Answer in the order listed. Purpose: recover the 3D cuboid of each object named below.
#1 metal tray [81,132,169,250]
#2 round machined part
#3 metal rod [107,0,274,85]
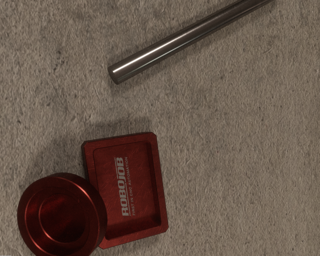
[{"bbox_3d":[-0.043,0.075,0.391,0.091,0.030,0.129,-9,93,-20],"label":"metal tray"},{"bbox_3d":[-0.103,0.097,0.346,0.098,0.042,0.097,1,95,14],"label":"round machined part"},{"bbox_3d":[0.063,-0.141,0.433,0.302,0.025,0.025,-32,101,-18],"label":"metal rod"}]
